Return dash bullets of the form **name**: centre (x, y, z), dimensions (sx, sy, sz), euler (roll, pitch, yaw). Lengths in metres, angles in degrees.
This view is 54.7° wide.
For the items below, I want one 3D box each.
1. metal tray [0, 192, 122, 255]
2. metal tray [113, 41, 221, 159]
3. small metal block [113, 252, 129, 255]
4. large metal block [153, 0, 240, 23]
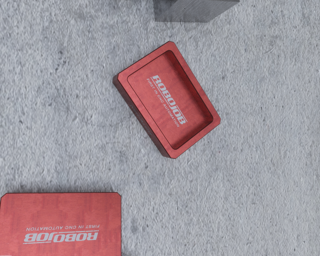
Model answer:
- **metal tray**: centre (-0.111, 0.120, 0.352), dimensions (0.131, 0.030, 0.090), euler (4, 71, -20)
- **metal tray**: centre (0.011, -0.036, 0.410), dimensions (0.090, 0.030, 0.130), euler (-37, 102, -16)
- **small metal block**: centre (-0.047, 0.191, 0.392), dimensions (0.050, 0.025, 0.050), euler (36, 79, -17)
- **large metal block**: centre (0.042, -0.173, 0.395), dimensions (0.081, 0.080, 0.050), euler (-6, 92, -20)
